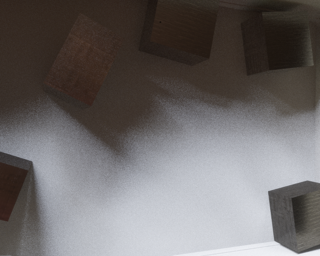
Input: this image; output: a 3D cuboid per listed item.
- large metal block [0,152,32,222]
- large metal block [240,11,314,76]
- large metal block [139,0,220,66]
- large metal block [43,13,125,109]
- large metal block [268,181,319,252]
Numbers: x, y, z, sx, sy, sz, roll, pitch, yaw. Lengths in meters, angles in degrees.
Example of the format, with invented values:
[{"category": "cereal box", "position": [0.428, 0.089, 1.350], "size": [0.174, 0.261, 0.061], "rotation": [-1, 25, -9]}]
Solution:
[{"category": "large metal block", "position": [-0.182, 0.049, 0.314], "size": [0.080, 0.080, 0.050], "rotation": [22, 83, -19]}, {"category": "large metal block", "position": [0.173, -0.125, 0.461], "size": [0.081, 0.050, 0.080], "rotation": [-9, 93, -20]}, {"category": "large metal block", "position": [0.024, -0.135, 0.406], "size": [0.081, 0.050, 0.080], "rotation": [12, 86, -20]}, {"category": "large metal block", "position": [-0.088, -0.069, 0.349], "size": [0.050, 0.080, 0.080], "rotation": [27, 81, -18]}, {"category": "large metal block", "position": [0.221, 0.133, 0.479], "size": [0.081, 0.050, 0.080], "rotation": [-9, 93, -20]}]
